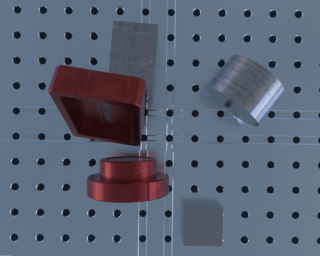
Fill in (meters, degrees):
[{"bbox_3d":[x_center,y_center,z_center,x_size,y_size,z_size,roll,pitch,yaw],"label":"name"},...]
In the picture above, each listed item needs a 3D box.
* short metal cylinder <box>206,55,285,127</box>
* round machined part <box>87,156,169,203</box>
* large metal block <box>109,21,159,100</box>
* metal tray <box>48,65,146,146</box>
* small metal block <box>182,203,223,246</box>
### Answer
[{"bbox_3d":[0.105,-0.046,0.386,0.080,0.080,0.050,38,90,0],"label":"short metal cylinder"},{"bbox_3d":[-0.038,0.058,0.376,0.099,0.098,0.042,0,90,0],"label":"round machined part"},{"bbox_3d":[-0.030,-0.078,0.385,0.050,0.080,0.080,5,90,0],"label":"large metal block"},{"bbox_3d":[-0.065,-0.019,0.359,0.091,0.130,0.030,9,68,0],"label":"metal tray"},{"bbox_3d":[0.056,0.128,0.414,0.050,0.025,0.050,1,90,0],"label":"small metal block"}]
